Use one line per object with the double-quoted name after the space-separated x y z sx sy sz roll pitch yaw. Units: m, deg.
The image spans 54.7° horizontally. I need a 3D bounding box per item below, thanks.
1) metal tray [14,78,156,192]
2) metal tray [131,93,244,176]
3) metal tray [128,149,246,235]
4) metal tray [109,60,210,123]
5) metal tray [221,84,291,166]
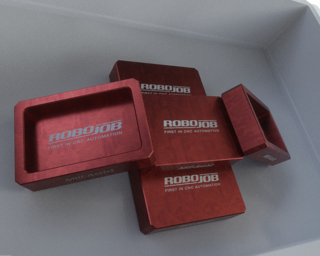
-0.077 0.006 0.316 0.131 0.030 0.090 -12 66 -2 "metal tray"
0.031 0.005 0.375 0.131 0.030 0.090 -1 62 -29 "metal tray"
0.033 0.070 0.373 0.131 0.030 0.090 0 62 -29 "metal tray"
0.003 -0.043 0.427 0.131 0.030 0.090 0 62 -29 "metal tray"
0.137 0.000 0.434 0.131 0.030 0.090 20 49 -54 "metal tray"
